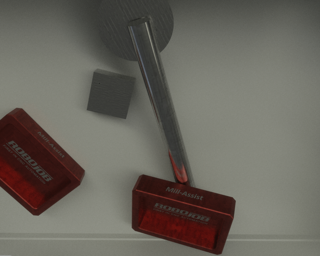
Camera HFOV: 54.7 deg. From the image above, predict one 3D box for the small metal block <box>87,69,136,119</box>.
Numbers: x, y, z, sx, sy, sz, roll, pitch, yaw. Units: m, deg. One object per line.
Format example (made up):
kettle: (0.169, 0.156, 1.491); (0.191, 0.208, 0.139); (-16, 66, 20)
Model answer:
small metal block: (-0.062, -0.044, 0.394); (0.050, 0.025, 0.050); (13, 110, -6)

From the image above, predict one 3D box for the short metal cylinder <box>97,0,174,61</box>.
short metal cylinder: (-0.027, -0.121, 0.348); (0.081, 0.050, 0.079); (-1, 117, -2)

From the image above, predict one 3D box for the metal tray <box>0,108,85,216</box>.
metal tray: (-0.181, 0.049, 0.423); (0.090, 0.030, 0.130); (-37, 107, 12)

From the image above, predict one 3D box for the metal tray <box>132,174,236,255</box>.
metal tray: (0.028, 0.119, 0.422); (0.131, 0.030, 0.089); (13, 128, 10)

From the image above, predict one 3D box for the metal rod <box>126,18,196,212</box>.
metal rod: (0.016, 0.016, 0.387); (0.025, 0.025, 0.298); (-14, 121, 5)
